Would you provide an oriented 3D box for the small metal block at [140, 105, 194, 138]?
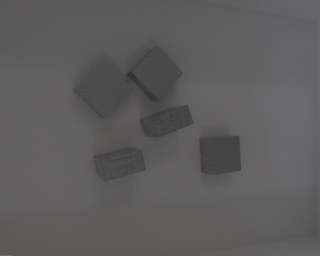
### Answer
[{"bbox_3d":[0.008,-0.009,0.400,0.050,0.050,0.025,-22,98,-19],"label":"small metal block"}]

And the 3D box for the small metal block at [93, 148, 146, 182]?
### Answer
[{"bbox_3d":[-0.050,0.043,0.379,0.050,0.050,0.025,-13,95,-20],"label":"small metal block"}]

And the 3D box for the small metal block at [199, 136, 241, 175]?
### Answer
[{"bbox_3d":[0.086,0.038,0.442,0.050,0.025,0.050,-4,92,-20],"label":"small metal block"}]

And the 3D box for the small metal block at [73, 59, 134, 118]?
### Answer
[{"bbox_3d":[-0.071,-0.047,0.384,0.050,0.025,0.050,46,76,-14],"label":"small metal block"}]

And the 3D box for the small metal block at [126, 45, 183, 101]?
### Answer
[{"bbox_3d":[-0.007,-0.071,0.408,0.050,0.025,0.050,45,76,-15],"label":"small metal block"}]
